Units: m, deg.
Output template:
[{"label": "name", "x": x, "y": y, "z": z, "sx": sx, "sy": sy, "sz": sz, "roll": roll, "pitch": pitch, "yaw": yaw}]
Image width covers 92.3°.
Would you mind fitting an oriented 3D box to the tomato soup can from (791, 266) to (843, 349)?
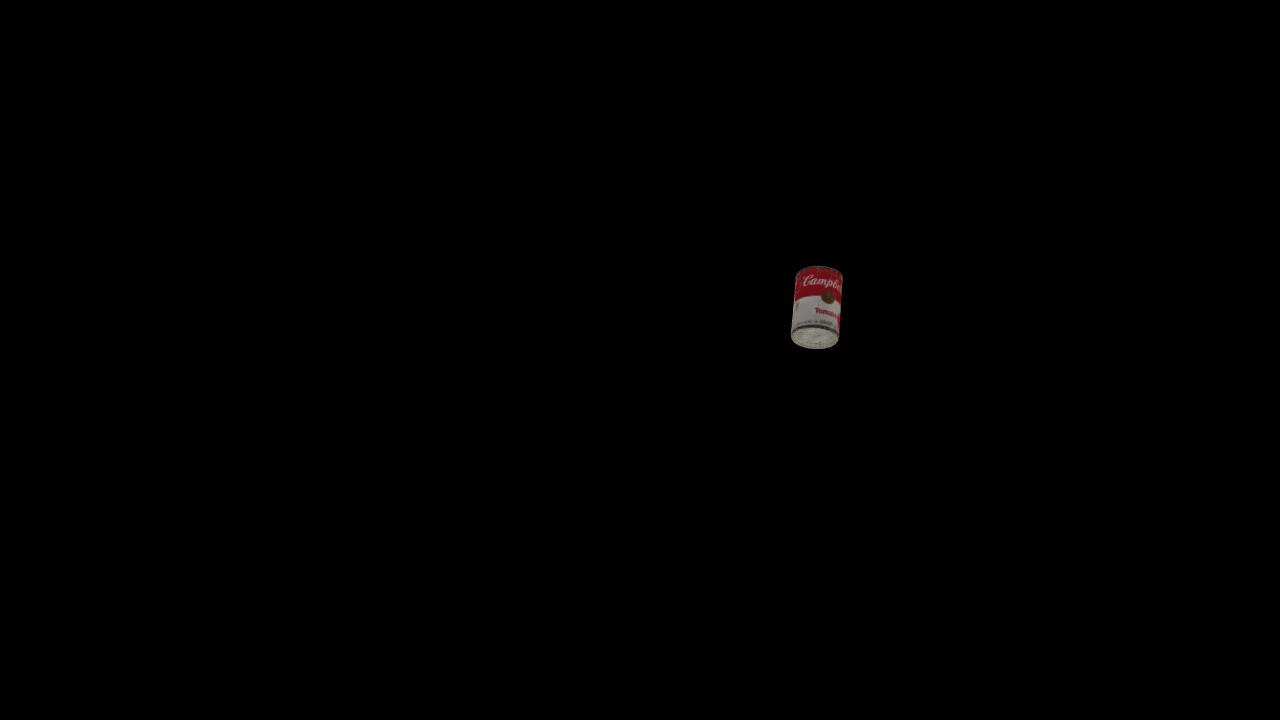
[{"label": "tomato soup can", "x": 0.253, "y": -0.074, "z": 0.881, "sx": 0.068, "sy": 0.101, "sz": 0.068, "roll": 10, "pitch": -23, "yaw": 4}]
